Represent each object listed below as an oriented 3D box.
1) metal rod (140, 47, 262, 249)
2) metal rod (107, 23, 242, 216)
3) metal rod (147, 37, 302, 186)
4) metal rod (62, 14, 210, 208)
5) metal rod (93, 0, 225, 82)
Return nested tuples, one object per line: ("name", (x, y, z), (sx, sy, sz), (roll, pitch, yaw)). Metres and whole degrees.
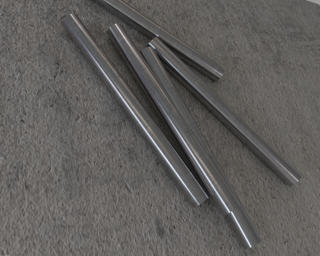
("metal rod", (0.046, 0.015, 0.419), (0.025, 0.025, 0.299), (-16, 70, -35))
("metal rod", (0.009, -0.023, 0.410), (0.025, 0.025, 0.299), (-19, 68, -35))
("metal rod", (0.095, -0.026, 0.470), (0.300, 0.025, 0.025), (44, 51, 2))
("metal rod", (-0.037, -0.029, 0.401), (0.025, 0.025, 0.299), (-29, 78, -37))
("metal rod", (-0.027, -0.165, 0.489), (0.301, 0.025, 0.025), (32, 52, -8))
